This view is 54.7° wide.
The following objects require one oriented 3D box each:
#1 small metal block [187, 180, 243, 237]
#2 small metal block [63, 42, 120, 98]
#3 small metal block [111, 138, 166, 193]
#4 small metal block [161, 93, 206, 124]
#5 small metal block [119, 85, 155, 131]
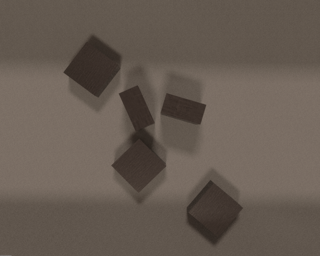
[{"bbox_3d":[0.072,0.106,0.413,0.050,0.025,0.050,40,90,-1],"label":"small metal block"},{"bbox_3d":[-0.089,-0.076,0.410,0.050,0.025,0.050,37,90,-1],"label":"small metal block"},{"bbox_3d":[-0.027,0.049,0.411,0.050,0.025,0.050,-44,91,0],"label":"small metal block"},{"bbox_3d":[0.028,-0.023,0.399,0.050,0.050,0.025,16,90,-1],"label":"small metal block"},{"bbox_3d":[-0.028,-0.024,0.399,0.025,0.050,0.050,-24,90,0],"label":"small metal block"}]
